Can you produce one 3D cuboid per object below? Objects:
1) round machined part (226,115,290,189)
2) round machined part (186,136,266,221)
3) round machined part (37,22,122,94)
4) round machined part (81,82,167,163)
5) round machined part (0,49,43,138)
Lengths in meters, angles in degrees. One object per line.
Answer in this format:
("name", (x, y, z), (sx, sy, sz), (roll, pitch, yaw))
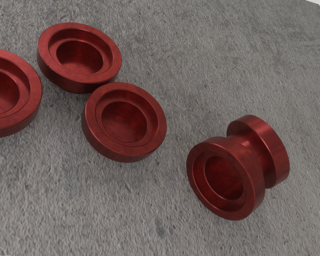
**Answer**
("round machined part", (0.115, 0.035, 0.402), (0.042, 0.098, 0.098), (-25, 75, -15))
("round machined part", (0.081, 0.055, 0.367), (0.042, 0.097, 0.098), (-24, 75, -36))
("round machined part", (-0.101, -0.081, 0.385), (0.099, 0.042, 0.098), (13, 53, -18))
("round machined part", (-0.045, -0.003, 0.371), (0.099, 0.042, 0.098), (14, 56, -21))
("round machined part", (-0.175, -0.032, 0.318), (0.099, 0.042, 0.098), (14, 56, -21))
